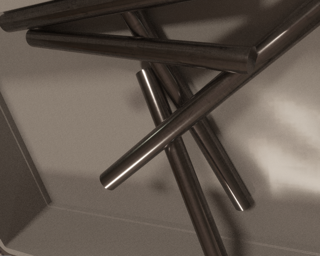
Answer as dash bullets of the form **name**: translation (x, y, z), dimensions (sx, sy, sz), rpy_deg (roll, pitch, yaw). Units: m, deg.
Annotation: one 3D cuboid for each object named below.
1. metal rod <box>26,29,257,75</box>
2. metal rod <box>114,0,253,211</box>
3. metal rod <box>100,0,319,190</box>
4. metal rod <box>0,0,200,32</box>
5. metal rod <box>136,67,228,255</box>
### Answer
- **metal rod**: translation (-0.046, -0.091, 0.346), dimensions (0.300, 0.025, 0.025), rpy_deg (14, 125, 30)
- **metal rod**: translation (0.035, -0.022, 0.375), dimensions (0.025, 0.025, 0.299), rpy_deg (-22, 107, 36)
- **metal rod**: translation (0.041, -0.023, 0.323), dimensions (0.299, 0.025, 0.025), rpy_deg (-40, 96, 23)
- **metal rod**: translation (-0.086, -0.133, 0.344), dimensions (0.300, 0.025, 0.025), rpy_deg (5, 121, 34)
- **metal rod**: translation (0.035, 0.070, 0.363), dimensions (0.025, 0.025, 0.299), rpy_deg (-25, 83, 36)
